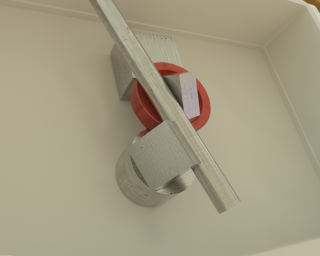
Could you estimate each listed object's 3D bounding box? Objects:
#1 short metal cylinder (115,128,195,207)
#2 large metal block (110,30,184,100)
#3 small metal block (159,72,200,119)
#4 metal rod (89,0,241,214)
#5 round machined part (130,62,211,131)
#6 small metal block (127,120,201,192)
[{"bbox_3d":[-0.005,0.046,0.359,0.081,0.050,0.080,14,56,-21],"label":"short metal cylinder"},{"bbox_3d":[-0.017,-0.085,0.430,0.081,0.050,0.080,0,62,-29],"label":"large metal block"},{"bbox_3d":[0.017,-0.037,0.359,0.025,0.050,0.050,-19,107,-39],"label":"small metal block"},{"bbox_3d":[-0.006,-0.046,0.340,0.025,0.025,0.299,-21,73,-36],"label":"metal rod"},{"bbox_3d":[0.009,-0.029,0.380,0.099,0.042,0.098,14,56,-21],"label":"round machined part"},{"bbox_3d":[0.004,0.027,0.308,0.050,0.050,0.025,59,19,14],"label":"small metal block"}]
